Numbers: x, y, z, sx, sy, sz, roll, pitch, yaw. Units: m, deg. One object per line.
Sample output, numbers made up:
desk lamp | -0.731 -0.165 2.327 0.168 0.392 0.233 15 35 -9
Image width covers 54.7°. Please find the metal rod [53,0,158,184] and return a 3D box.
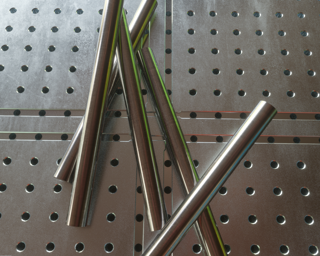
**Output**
metal rod | -0.068 -0.066 0.434 0.025 0.025 0.300 20 71 7

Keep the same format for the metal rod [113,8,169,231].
metal rod | -0.031 -0.022 0.402 0.025 0.025 0.299 -11 77 -4

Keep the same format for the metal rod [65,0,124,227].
metal rod | -0.079 -0.031 0.390 0.025 0.025 0.298 8 82 2

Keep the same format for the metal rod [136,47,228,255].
metal rod | 0.023 0.024 0.403 0.025 0.025 0.299 -17 71 -6

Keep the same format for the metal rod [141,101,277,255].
metal rod | 0.036 0.092 0.353 0.025 0.025 0.300 37 83 12
